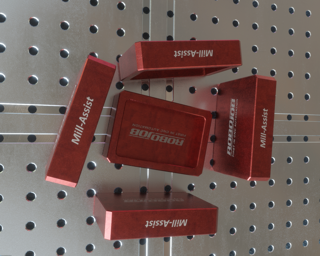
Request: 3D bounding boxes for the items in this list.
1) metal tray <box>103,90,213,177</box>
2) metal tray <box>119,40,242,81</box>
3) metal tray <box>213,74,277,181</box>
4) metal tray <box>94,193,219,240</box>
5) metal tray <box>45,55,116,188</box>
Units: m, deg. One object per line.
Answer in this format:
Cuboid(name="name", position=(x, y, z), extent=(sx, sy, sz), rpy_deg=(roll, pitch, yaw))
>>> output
Cuboid(name="metal tray", position=(-0.001, 0.009, 0.408), extent=(0.131, 0.030, 0.090), rpy_deg=(12, 86, -20))
Cuboid(name="metal tray", position=(0.023, -0.083, 0.385), extent=(0.131, 0.090, 0.030), rpy_deg=(-7, 93, -20))
Cuboid(name="metal tray", position=(0.111, 0.000, 0.418), extent=(0.030, 0.090, 0.129), rpy_deg=(5, 88, -20))
Cuboid(name="metal tray", position=(-0.008, 0.102, 0.375), extent=(0.131, 0.090, 0.030), rpy_deg=(4, 89, -20))
Cuboid(name="metal tray", position=(-0.091, -0.007, 0.344), extent=(0.030, 0.090, 0.130), rpy_deg=(19, 83, -19))
